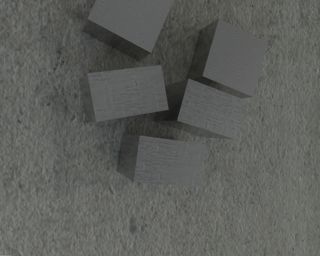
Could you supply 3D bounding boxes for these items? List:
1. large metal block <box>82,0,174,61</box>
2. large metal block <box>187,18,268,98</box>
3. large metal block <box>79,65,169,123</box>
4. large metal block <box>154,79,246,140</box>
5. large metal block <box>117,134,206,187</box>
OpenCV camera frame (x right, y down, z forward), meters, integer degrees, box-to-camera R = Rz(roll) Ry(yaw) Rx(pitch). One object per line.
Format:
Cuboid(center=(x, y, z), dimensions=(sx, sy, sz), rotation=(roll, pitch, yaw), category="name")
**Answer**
Cuboid(center=(-0.039, -0.141, 0.382), dimensions=(0.080, 0.050, 0.080), rotation=(25, 82, -19), category="large metal block")
Cuboid(center=(0.092, -0.092, 0.431), dimensions=(0.081, 0.050, 0.080), rotation=(18, 84, -20), category="large metal block")
Cuboid(center=(-0.046, -0.038, 0.364), dimensions=(0.081, 0.080, 0.050), rotation=(-11, 94, -20), category="large metal block")
Cuboid(center=(0.048, -0.021, 0.399), dimensions=(0.081, 0.080, 0.050), rotation=(17, 84, -20), category="large metal block")
Cuboid(center=(-0.001, 0.038, 0.380), dimensions=(0.081, 0.080, 0.050), rotation=(8, 87, -20), category="large metal block")
